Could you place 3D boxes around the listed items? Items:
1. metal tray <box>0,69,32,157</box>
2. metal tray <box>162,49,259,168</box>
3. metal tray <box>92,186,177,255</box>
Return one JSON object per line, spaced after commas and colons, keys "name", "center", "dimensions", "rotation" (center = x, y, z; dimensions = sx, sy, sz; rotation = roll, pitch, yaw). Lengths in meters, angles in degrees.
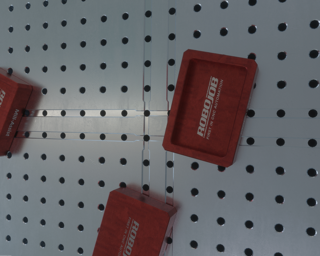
{"name": "metal tray", "center": [-0.273, -0.028, 0.507], "dimensions": [0.090, 0.030, 0.129], "rotation": [28, 99, 18]}
{"name": "metal tray", "center": [0.062, -0.025, 0.388], "dimensions": [0.090, 0.030, 0.129], "rotation": [15, 95, 19]}
{"name": "metal tray", "center": [-0.039, 0.157, 0.424], "dimensions": [0.090, 0.030, 0.129], "rotation": [18, 96, 19]}
